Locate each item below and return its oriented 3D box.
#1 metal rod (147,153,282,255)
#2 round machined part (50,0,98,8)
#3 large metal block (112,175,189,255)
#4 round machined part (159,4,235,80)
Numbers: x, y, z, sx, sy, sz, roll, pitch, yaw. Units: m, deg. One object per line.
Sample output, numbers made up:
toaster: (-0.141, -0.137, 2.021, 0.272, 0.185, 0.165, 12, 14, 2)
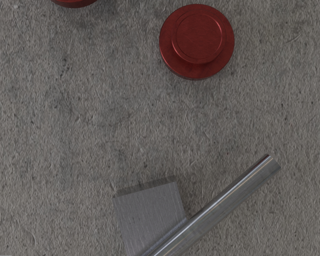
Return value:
metal rod: (0.018, 0.137, 0.360, 0.300, 0.025, 0.025, -41, 90, 0)
round machined part: (-0.111, -0.203, 0.400, 0.099, 0.042, 0.097, 0, 90, 0)
large metal block: (-0.009, 0.113, 0.397, 0.080, 0.050, 0.080, -15, 90, 0)
round machined part: (0.048, -0.113, 0.402, 0.099, 0.042, 0.097, 0, 90, 0)
